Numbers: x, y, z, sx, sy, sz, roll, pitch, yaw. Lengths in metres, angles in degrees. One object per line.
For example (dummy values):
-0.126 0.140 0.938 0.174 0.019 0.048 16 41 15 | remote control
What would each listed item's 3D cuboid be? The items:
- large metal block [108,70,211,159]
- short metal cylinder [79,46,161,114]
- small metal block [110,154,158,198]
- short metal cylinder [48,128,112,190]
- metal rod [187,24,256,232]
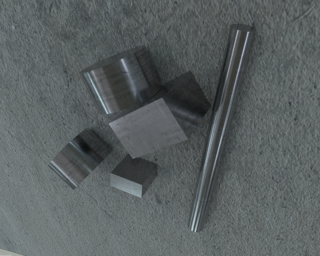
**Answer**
0.002 -0.016 0.360 0.080 0.080 0.050 -22 106 36 | large metal block
-0.045 -0.057 0.360 0.080 0.080 0.050 -9 114 32 | short metal cylinder
-0.037 0.069 0.453 0.050 0.050 0.025 18 125 18 | small metal block
-0.118 0.046 0.462 0.050 0.080 0.080 45 129 -3 | short metal cylinder
0.068 0.025 0.386 0.025 0.025 0.298 18 126 17 | metal rod
